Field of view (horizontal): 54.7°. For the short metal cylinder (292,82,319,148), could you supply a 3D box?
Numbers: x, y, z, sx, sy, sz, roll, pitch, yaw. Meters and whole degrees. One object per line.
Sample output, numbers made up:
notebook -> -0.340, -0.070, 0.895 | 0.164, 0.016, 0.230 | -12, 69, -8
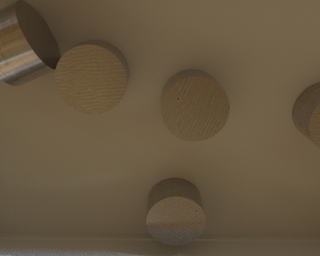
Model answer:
short metal cylinder -> 0.219, -0.015, 0.394 | 0.081, 0.050, 0.079 | 0, 110, 0

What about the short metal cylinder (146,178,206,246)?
short metal cylinder -> 0.022, 0.118, 0.442 | 0.081, 0.050, 0.079 | 0, 110, 0

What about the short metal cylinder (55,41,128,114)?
short metal cylinder -> -0.079, -0.062, 0.372 | 0.081, 0.050, 0.079 | -1, 111, -3

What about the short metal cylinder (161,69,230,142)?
short metal cylinder -> 0.042, -0.029, 0.387 | 0.081, 0.050, 0.079 | 0, 110, 0

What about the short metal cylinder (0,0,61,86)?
short metal cylinder -> -0.156, -0.093, 0.346 | 0.050, 0.080, 0.080 | -22, 109, 8
